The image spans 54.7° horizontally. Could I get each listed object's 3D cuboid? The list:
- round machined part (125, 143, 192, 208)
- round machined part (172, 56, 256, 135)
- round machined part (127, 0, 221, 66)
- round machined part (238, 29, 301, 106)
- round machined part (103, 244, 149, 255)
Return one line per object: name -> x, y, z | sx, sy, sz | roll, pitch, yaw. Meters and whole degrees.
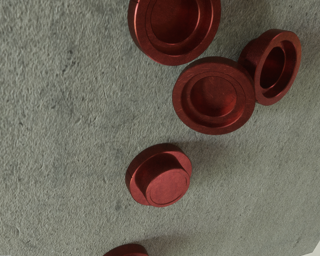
round machined part -> 0.003, 0.074, 0.443 | 0.099, 0.042, 0.097 | -14, 124, -21
round machined part -> 0.068, -0.043, 0.385 | 0.098, 0.042, 0.097 | 7, 124, 11
round machined part -> 0.012, -0.119, 0.328 | 0.099, 0.042, 0.097 | -14, 124, -21
round machined part -> 0.140, -0.082, 0.413 | 0.099, 0.042, 0.097 | -20, 124, -32
round machined part -> -0.059, 0.244, 0.514 | 0.099, 0.042, 0.097 | -14, 124, -21
